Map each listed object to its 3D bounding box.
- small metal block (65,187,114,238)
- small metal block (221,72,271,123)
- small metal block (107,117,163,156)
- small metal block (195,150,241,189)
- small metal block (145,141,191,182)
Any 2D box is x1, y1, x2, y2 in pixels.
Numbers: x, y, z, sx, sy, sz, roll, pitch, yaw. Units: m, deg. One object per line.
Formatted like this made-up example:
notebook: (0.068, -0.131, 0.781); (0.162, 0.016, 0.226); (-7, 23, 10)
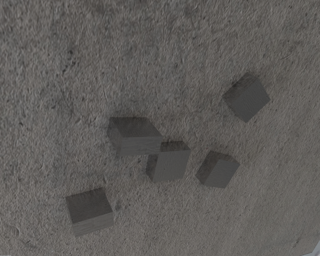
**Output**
small metal block: (-0.093, 0.109, 0.407); (0.050, 0.050, 0.025); (-12, 124, -22)
small metal block: (0.125, -0.043, 0.448); (0.050, 0.025, 0.050); (-44, 129, 2)
small metal block: (-0.032, 0.009, 0.379); (0.050, 0.050, 0.025); (-1, 119, -28)
small metal block: (0.093, 0.068, 0.500); (0.050, 0.025, 0.050); (16, 110, -35)
small metal block: (0.011, 0.047, 0.442); (0.050, 0.025, 0.050); (-2, 119, -28)
